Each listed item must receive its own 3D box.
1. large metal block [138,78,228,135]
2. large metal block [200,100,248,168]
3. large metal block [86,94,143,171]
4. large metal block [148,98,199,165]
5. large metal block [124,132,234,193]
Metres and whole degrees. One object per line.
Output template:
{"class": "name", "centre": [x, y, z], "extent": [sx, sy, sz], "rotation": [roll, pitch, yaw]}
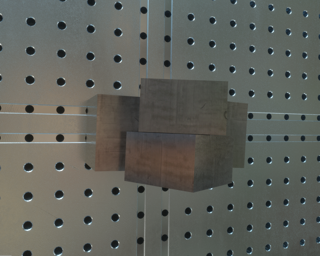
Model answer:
{"class": "large metal block", "centre": [0.023, -0.019, 0.325], "extent": [0.080, 0.080, 0.050], "rotation": [2, 89, 2]}
{"class": "large metal block", "centre": [0.069, 0.008, 0.410], "extent": [0.050, 0.080, 0.080], "rotation": [4, 89, -20]}
{"class": "large metal block", "centre": [-0.056, 0.005, 0.364], "extent": [0.050, 0.080, 0.079], "rotation": [2, 90, -20]}
{"class": "large metal block", "centre": [0.003, 0.005, 0.399], "extent": [0.081, 0.050, 0.079], "rotation": [3, 89, -20]}
{"class": "large metal block", "centre": [0.021, 0.031, 0.321], "extent": [0.080, 0.080, 0.050], "rotation": [4, 88, -53]}
